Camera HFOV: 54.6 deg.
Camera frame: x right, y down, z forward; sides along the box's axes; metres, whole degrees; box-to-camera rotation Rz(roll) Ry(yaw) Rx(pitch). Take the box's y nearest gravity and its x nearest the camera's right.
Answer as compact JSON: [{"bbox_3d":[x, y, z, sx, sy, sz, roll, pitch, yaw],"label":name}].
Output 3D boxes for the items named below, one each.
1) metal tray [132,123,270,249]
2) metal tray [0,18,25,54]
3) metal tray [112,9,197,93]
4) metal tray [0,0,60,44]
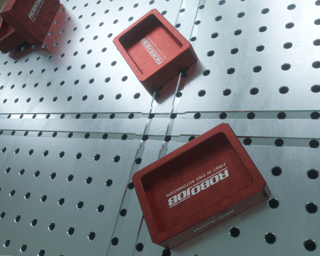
[{"bbox_3d":[0.040,0.063,0.345,0.130,0.030,0.090,-31,52,8],"label":"metal tray"},{"bbox_3d":[-0.337,-0.242,0.725,0.090,0.030,0.130,-26,50,17],"label":"metal tray"},{"bbox_3d":[-0.012,-0.125,0.489,0.090,0.030,0.130,-36,51,4],"label":"metal tray"},{"bbox_3d":[-0.277,-0.261,0.674,0.030,0.090,0.130,-2,61,27],"label":"metal tray"}]
